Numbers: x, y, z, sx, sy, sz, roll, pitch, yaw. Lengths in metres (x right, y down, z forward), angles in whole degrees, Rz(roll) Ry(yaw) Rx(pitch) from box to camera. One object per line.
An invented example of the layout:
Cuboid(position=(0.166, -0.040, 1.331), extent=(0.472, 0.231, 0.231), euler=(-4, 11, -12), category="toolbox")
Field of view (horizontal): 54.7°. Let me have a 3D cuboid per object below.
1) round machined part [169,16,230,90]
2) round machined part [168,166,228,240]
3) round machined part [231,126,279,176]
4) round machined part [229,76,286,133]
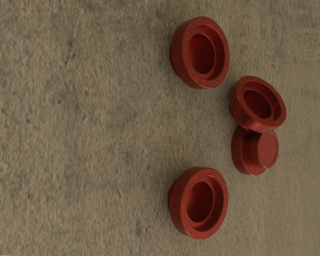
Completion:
Cuboid(position=(0.052, -0.103, 0.439), extent=(0.099, 0.042, 0.097), euler=(0, 90, -40), category="round machined part")
Cuboid(position=(0.050, 0.103, 0.438), extent=(0.099, 0.042, 0.097), euler=(0, 90, -40), category="round machined part")
Cuboid(position=(0.172, 0.035, 0.541), extent=(0.099, 0.042, 0.097), euler=(0, 90, -40), category="round machined part")
Cuboid(position=(0.153, -0.034, 0.507), extent=(0.099, 0.042, 0.098), euler=(13, 56, -20), category="round machined part")
